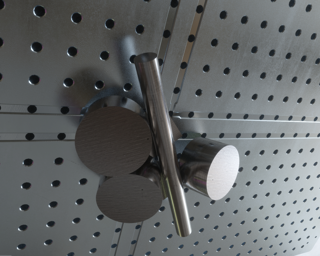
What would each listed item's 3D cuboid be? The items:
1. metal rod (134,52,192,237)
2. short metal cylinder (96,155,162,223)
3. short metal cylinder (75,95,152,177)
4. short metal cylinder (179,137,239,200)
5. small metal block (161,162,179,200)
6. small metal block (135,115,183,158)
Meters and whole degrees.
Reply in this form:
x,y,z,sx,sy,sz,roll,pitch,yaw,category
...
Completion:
x,y,z,sx,sy,sz,roll,pitch,yaw,category
0.012,0.045,0.408,0.025,0.025,0.298,-23,127,-14,metal rod
-0.038,0.075,0.399,0.081,0.050,0.079,-1,120,-2,short metal cylinder
-0.051,0.008,0.349,0.081,0.050,0.079,-2,109,-6,short metal cylinder
0.071,0.057,0.448,0.081,0.050,0.079,-18,115,-43,short metal cylinder
0.010,0.071,0.456,0.050,0.025,0.050,-35,129,-5,small metal block
-0.006,0.004,0.406,0.050,0.025,0.050,-37,129,-4,small metal block
